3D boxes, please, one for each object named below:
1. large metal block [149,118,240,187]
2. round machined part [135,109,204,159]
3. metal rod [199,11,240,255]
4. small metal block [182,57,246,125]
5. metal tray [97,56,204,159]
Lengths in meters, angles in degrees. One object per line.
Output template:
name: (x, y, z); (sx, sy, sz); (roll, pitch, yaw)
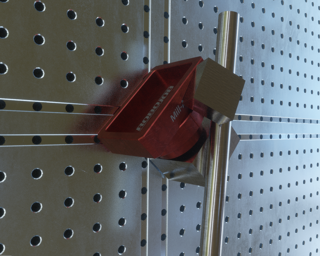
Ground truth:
large metal block: (0.045, 0.027, 0.410); (0.050, 0.080, 0.080); (51, 60, -29)
round machined part: (0.012, -0.001, 0.379); (0.042, 0.098, 0.098); (50, 60, -29)
metal rod: (0.070, 0.011, 0.366); (0.025, 0.025, 0.298); (9, 84, -40)
small metal block: (0.058, -0.039, 0.332); (0.050, 0.025, 0.050); (27, 70, -17)
metal tray: (-0.005, -0.026, 0.364); (0.030, 0.090, 0.130); (51, 60, -28)
